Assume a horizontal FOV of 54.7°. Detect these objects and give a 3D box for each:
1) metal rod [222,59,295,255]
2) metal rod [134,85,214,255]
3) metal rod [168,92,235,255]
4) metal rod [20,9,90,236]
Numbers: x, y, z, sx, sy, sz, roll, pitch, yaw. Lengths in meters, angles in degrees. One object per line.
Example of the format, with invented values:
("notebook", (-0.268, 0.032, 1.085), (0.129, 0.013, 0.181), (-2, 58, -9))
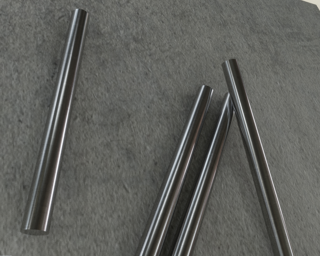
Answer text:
("metal rod", (0.134, 0.038, 0.434), (0.025, 0.025, 0.299), (0, 68, -29))
("metal rod", (0.022, 0.052, 0.385), (0.025, 0.025, 0.301), (31, 51, -9))
("metal rod", (0.062, 0.057, 0.404), (0.025, 0.025, 0.301), (33, 51, -8))
("metal rod", (-0.114, -0.032, 0.362), (0.025, 0.025, 0.299), (14, 56, -21))
